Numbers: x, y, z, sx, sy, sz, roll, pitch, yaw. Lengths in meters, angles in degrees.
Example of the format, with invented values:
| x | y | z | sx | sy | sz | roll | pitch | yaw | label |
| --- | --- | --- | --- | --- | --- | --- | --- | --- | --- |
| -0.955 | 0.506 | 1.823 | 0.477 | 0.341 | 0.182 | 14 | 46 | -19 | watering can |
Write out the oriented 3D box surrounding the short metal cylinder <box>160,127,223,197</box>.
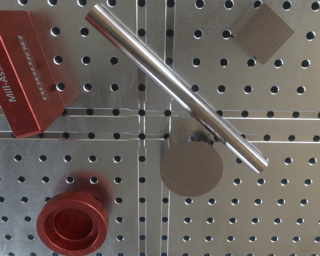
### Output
| x | y | z | sx | sy | sz | roll | pitch | yaw | label |
| --- | --- | --- | --- | --- | --- | --- | --- | --- | --- |
| 0.040 | 0.045 | 0.417 | 0.081 | 0.050 | 0.079 | 0 | 110 | -1 | short metal cylinder |

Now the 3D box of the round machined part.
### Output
| x | y | z | sx | sy | sz | roll | pitch | yaw | label |
| --- | --- | --- | --- | --- | --- | --- | --- | --- | --- |
| -0.124 | 0.135 | 0.452 | 0.099 | 0.042 | 0.097 | 0 | 110 | -1 | round machined part |

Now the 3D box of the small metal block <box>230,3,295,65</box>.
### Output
| x | y | z | sx | sy | sz | roll | pitch | yaw | label |
| --- | --- | --- | --- | --- | --- | --- | --- | --- | --- |
| 0.122 | -0.113 | 0.374 | 0.050 | 0.025 | 0.050 | 38 | 105 | -13 | small metal block |

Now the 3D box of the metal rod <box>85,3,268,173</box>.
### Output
| x | y | z | sx | sy | sz | roll | pitch | yaw | label |
| --- | --- | --- | --- | --- | --- | --- | --- | --- | --- |
| 0.031 | -0.041 | 0.398 | 0.300 | 0.025 | 0.025 | 41 | 105 | -14 | metal rod |

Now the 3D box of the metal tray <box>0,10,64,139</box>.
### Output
| x | y | z | sx | sy | sz | roll | pitch | yaw | label |
| --- | --- | --- | --- | --- | --- | --- | --- | --- | --- |
| -0.158 | -0.064 | 0.352 | 0.030 | 0.090 | 0.129 | -14 | 110 | 5 | metal tray |
